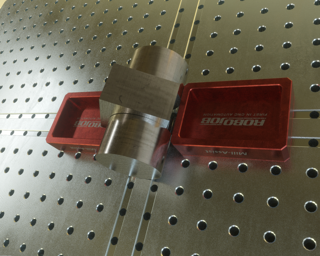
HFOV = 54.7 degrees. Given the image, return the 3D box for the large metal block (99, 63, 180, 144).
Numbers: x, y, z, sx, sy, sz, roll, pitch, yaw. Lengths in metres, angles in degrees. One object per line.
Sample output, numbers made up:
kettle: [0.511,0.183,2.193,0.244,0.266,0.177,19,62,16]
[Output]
large metal block: [-0.027,-0.027,0.385,0.080,0.080,0.050,17,66,-2]

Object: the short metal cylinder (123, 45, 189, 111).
short metal cylinder: [-0.006,-0.064,0.415,0.080,0.080,0.050,1,63,29]

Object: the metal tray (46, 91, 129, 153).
metal tray: [-0.099,-0.010,0.463,0.130,0.030,0.090,1,62,28]

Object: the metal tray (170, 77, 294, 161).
metal tray: [0.085,-0.012,0.367,0.130,0.030,0.090,1,62,28]

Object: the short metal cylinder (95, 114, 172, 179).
short metal cylinder: [-0.031,0.024,0.374,0.080,0.080,0.050,2,63,29]
